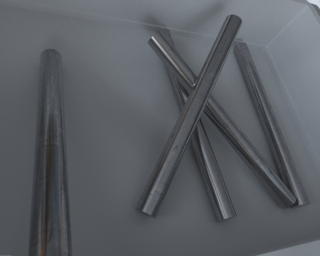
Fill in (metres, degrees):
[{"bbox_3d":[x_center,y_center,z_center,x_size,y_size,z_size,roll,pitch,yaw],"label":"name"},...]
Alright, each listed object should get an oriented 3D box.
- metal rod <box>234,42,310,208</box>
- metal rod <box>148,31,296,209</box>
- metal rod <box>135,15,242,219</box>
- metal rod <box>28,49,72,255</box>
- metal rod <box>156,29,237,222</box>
[{"bbox_3d":[0.177,-0.019,0.512,0.025,0.025,0.299,3,60,-27],"label":"metal rod"},{"bbox_3d":[0.087,-0.010,0.434,0.300,0.025,0.025,51,51,-2],"label":"metal rod"},{"bbox_3d":[0.046,-0.031,0.396,0.025,0.025,0.300,30,68,-9],"label":"metal rod"},{"bbox_3d":[-0.097,0.003,0.275,0.025,0.025,0.300,8,35,-24],"label":"metal rod"},{"bbox_3d":[0.043,-0.019,0.440,0.025,0.025,0.299,-3,63,-30],"label":"metal rod"}]
